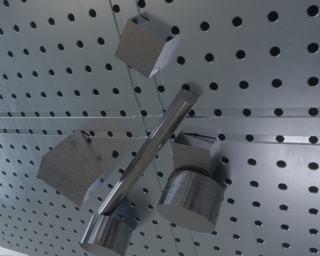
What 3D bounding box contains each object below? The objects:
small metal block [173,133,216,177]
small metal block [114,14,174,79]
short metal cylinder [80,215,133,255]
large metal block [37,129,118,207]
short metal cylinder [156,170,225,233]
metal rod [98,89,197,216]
[{"bbox_3d":[0.046,0.038,0.411,0.050,0.025,0.050,10,123,22],"label":"small metal block"},{"bbox_3d":[-0.019,-0.095,0.363,0.050,0.025,0.050,34,129,5],"label":"small metal block"},{"bbox_3d":[-0.094,0.195,0.549,0.080,0.050,0.080,12,143,9],"label":"short metal cylinder"},{"bbox_3d":[-0.125,0.060,0.479,0.080,0.080,0.050,34,129,6],"label":"large metal block"},{"bbox_3d":[0.042,0.099,0.417,0.080,0.050,0.080,18,148,12],"label":"short metal cylinder"},{"bbox_3d":[-0.033,0.057,0.463,0.025,0.025,0.298,37,129,3],"label":"metal rod"}]
